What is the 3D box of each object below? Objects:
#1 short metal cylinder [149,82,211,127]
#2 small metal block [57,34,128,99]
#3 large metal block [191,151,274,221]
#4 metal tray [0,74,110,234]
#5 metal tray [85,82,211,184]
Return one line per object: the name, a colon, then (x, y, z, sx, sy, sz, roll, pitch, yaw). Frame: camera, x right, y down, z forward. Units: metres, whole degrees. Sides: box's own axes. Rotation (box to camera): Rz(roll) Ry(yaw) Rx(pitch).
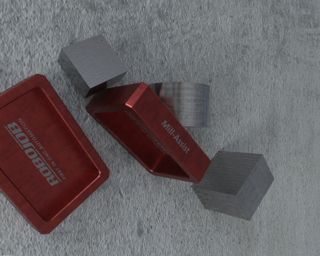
short metal cylinder: (0.024, -0.027, 0.389, 0.081, 0.080, 0.050, 2, 89, -40)
small metal block: (-0.072, -0.067, 0.333, 0.050, 0.025, 0.050, -34, 88, -35)
large metal block: (0.108, 0.081, 0.459, 0.080, 0.080, 0.050, -46, 118, -30)
metal tray: (-0.119, 0.025, 0.301, 0.090, 0.030, 0.130, -43, 116, -31)
metal tray: (-0.012, 0.009, 0.351, 0.130, 0.090, 0.030, 49, 61, -29)
